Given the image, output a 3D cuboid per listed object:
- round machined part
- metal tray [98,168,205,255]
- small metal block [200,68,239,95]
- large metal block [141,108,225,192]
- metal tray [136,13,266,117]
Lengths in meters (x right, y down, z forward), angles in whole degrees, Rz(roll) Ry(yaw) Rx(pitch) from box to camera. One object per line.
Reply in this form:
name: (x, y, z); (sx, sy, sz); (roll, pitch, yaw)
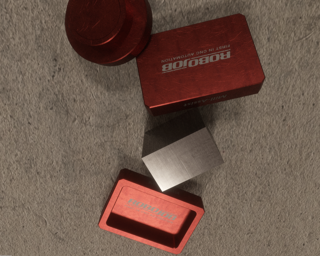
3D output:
round machined part: (-0.061, -0.119, 0.337); (0.098, 0.042, 0.097); (1, 92, 16)
metal tray: (-0.013, 0.123, 0.452); (0.131, 0.030, 0.089); (22, 108, -9)
small metal block: (0.072, -0.055, 0.377); (0.050, 0.050, 0.025); (-23, 108, 8)
large metal block: (0.026, 0.023, 0.389); (0.080, 0.080, 0.050); (-27, 108, 9)
metal tray: (0.042, -0.072, 0.354); (0.131, 0.030, 0.090); (-12, 71, 4)
